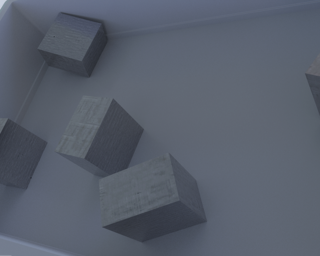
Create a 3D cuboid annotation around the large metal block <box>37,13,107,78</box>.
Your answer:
[{"bbox_3d":[-0.149,-0.144,0.538,0.080,0.050,0.080,17,69,9],"label":"large metal block"}]

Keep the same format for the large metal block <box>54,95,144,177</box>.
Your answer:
[{"bbox_3d":[-0.074,0.015,0.400,0.050,0.080,0.080,8,66,32],"label":"large metal block"}]

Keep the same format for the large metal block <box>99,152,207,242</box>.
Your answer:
[{"bbox_3d":[-0.006,0.077,0.326,0.080,0.080,0.050,-23,54,14],"label":"large metal block"}]

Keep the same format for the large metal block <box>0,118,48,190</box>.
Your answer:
[{"bbox_3d":[-0.232,0.039,0.468,0.050,0.080,0.080,2,63,29],"label":"large metal block"}]

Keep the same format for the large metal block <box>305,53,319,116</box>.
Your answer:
[{"bbox_3d":[0.193,-0.051,0.296,0.080,0.080,0.050,-52,41,-8],"label":"large metal block"}]
